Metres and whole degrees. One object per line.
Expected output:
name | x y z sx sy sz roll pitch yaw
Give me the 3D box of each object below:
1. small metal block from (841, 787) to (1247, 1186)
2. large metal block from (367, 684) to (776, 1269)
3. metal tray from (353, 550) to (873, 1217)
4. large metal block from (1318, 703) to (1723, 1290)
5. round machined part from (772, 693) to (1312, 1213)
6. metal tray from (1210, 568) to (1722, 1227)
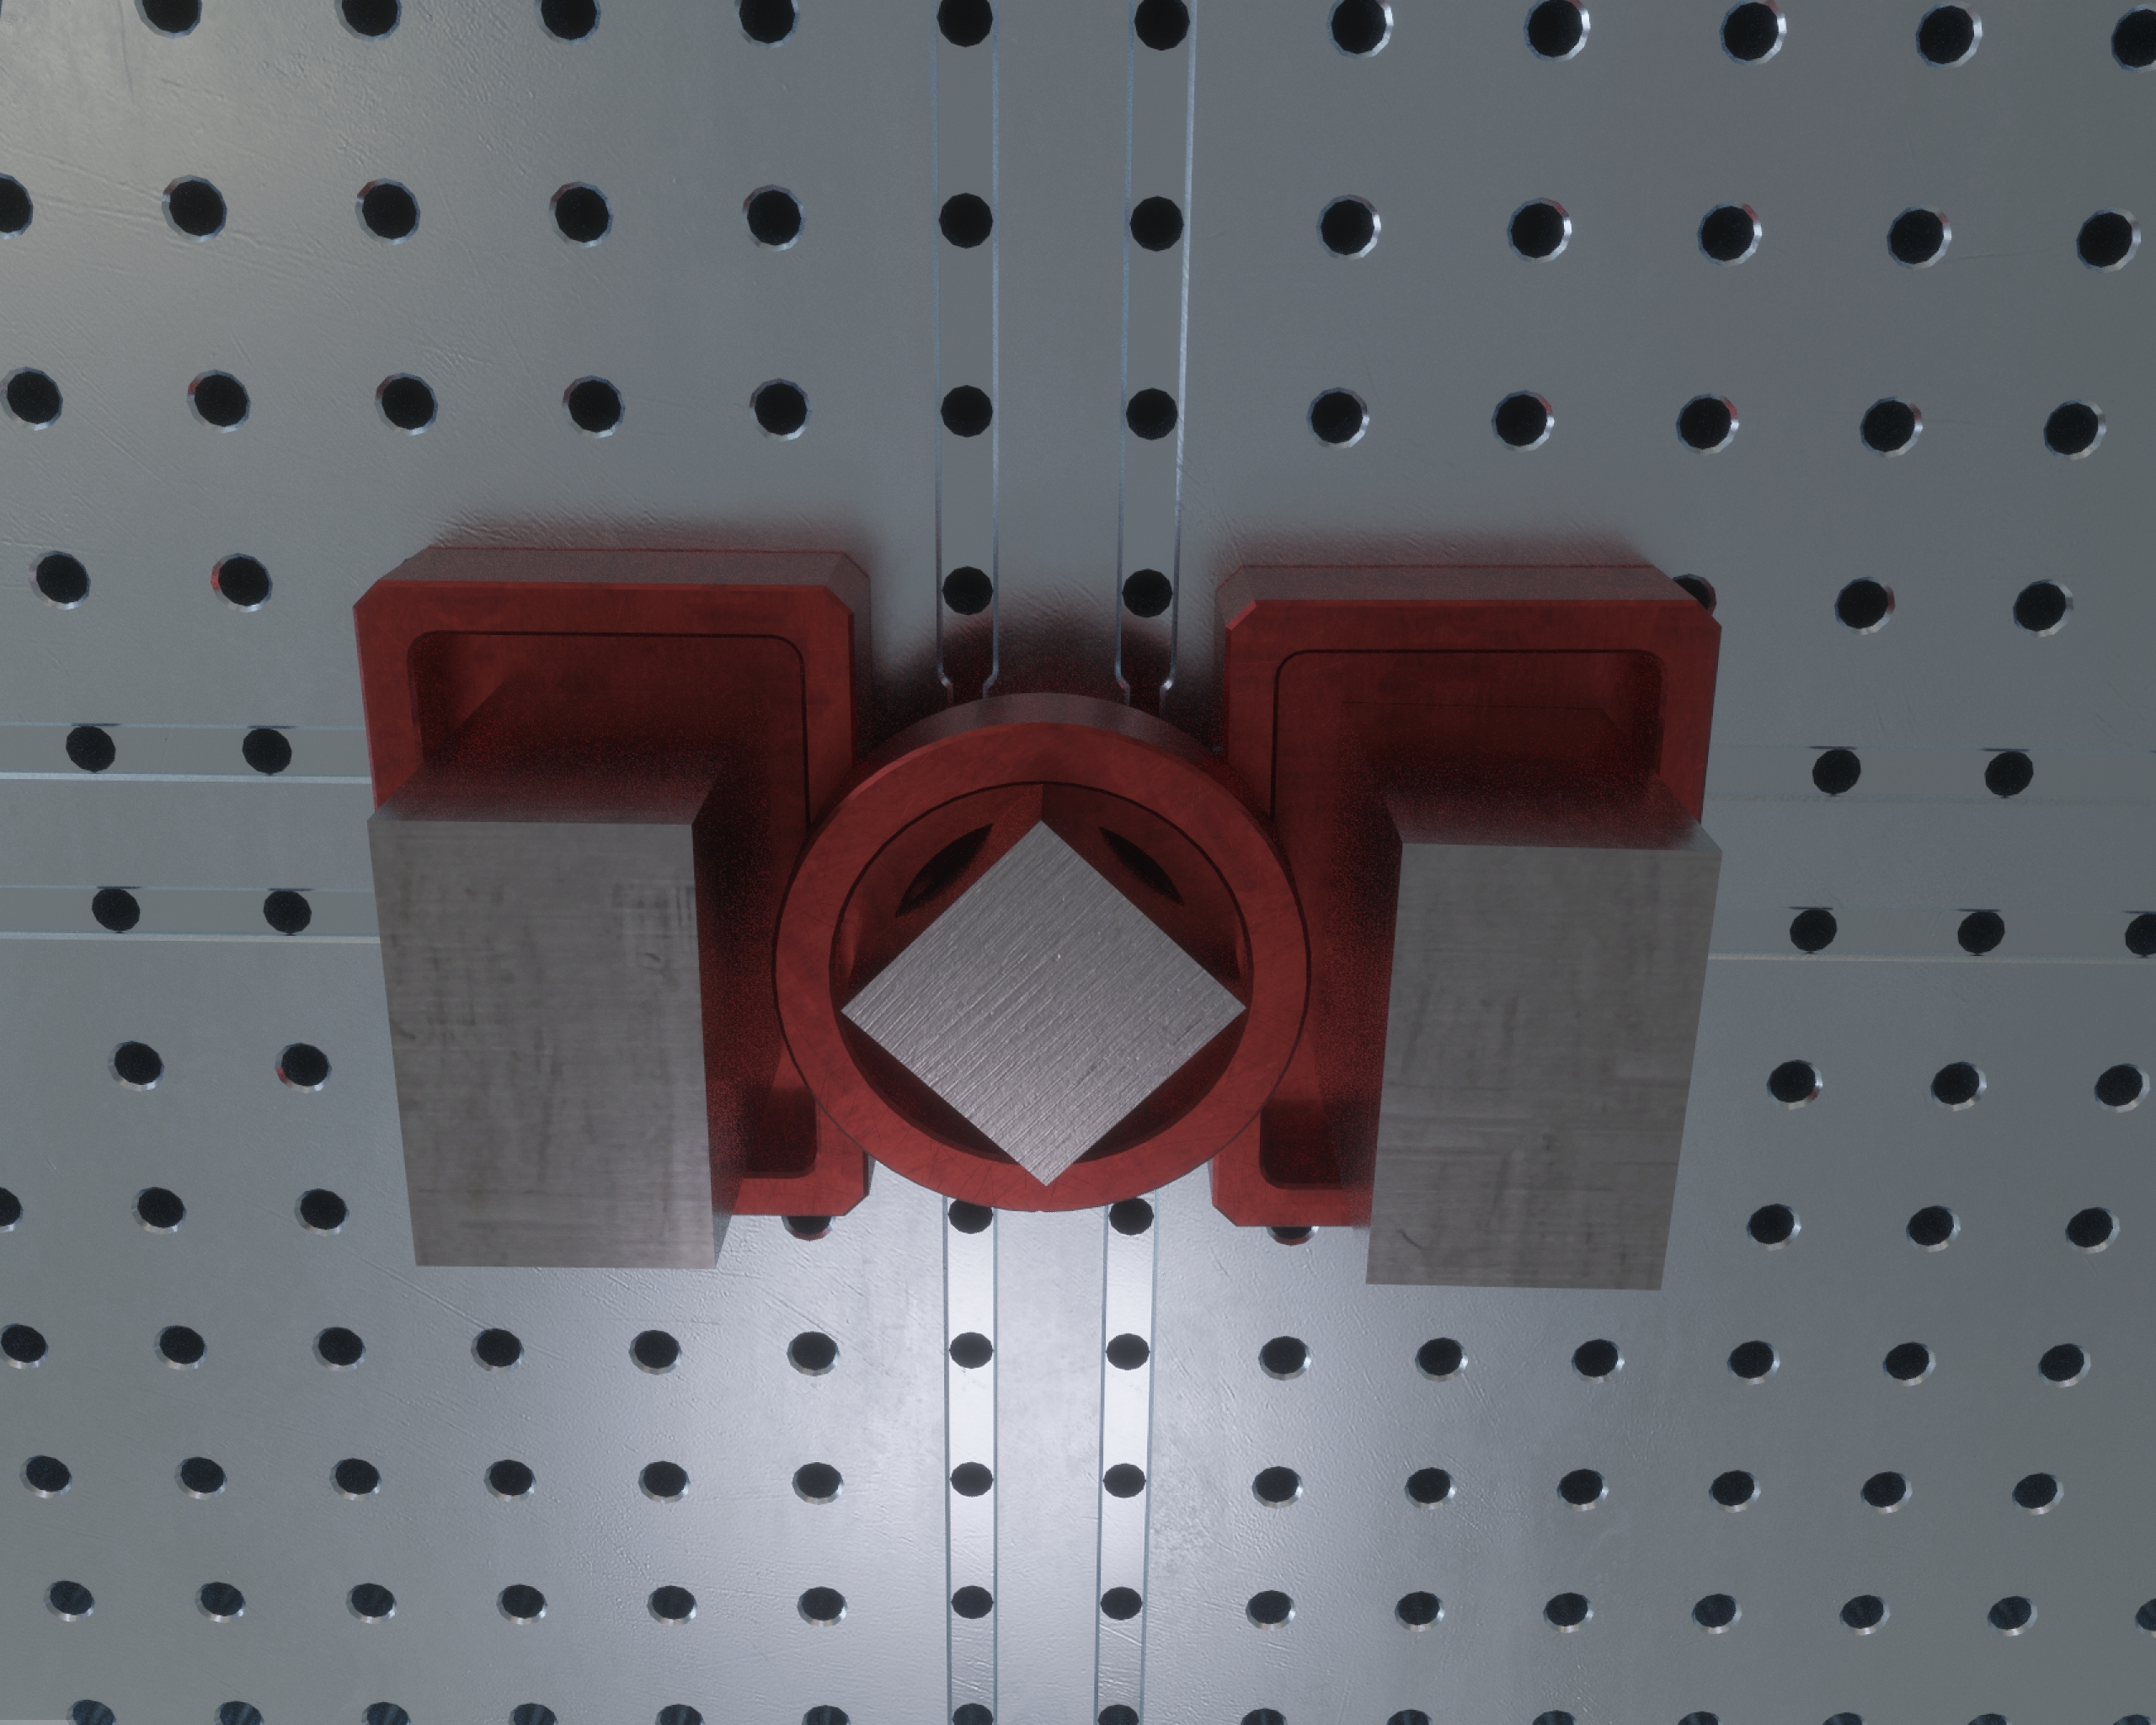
small metal block | -0.006 0.021 0.378 0.050 0.025 0.050 43 104 -14
large metal block | -0.086 0.017 0.375 0.050 0.080 0.079 1 110 0
metal tray | -0.086 0.005 0.411 0.091 0.030 0.129 1 110 -1
large metal block | 0.075 0.021 0.378 0.050 0.080 0.079 1 110 -1
round machined part | -0.007 0.014 0.400 0.099 0.042 0.097 0 110 0
metal tray | 0.072 0.008 0.413 0.091 0.030 0.129 0 110 0
